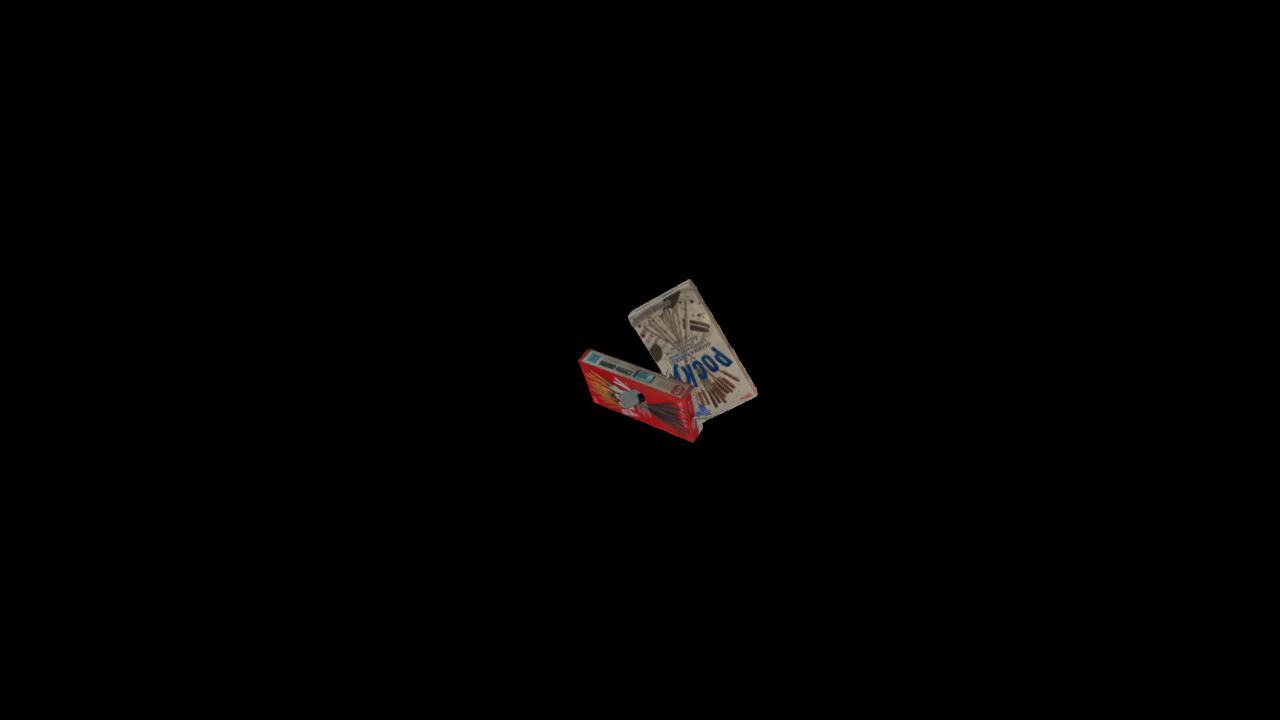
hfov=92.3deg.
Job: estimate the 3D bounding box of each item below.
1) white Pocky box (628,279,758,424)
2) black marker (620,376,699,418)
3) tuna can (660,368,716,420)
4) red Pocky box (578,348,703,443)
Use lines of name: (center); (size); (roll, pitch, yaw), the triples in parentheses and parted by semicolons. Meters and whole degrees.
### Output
white Pocky box: (0.060, -0.007, 0.698); (0.084, 0.154, 0.028); (-28, 14, 18)
black marker: (0.033, 0.027, 0.727); (0.121, 0.020, 0.020); (-22, 8, -22)
tuna can: (0.065, 0.028, 0.719); (0.084, 0.084, 0.034); (0, -4, -15)
red Pocky box: (0.000, 0.042, 0.740); (0.155, 0.028, 0.083); (19, -34, 31)
